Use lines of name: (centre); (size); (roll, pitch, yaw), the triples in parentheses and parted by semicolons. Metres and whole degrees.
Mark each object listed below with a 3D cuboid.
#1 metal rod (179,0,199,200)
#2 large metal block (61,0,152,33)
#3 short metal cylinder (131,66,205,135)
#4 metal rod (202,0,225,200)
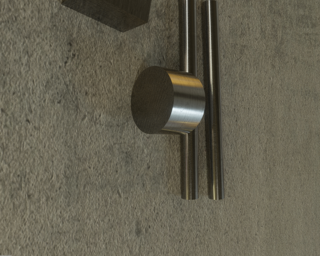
metal rod: (0.041, -0.049, 0.441); (0.025, 0.025, 0.298); (-1, 91, -40)
large metal block: (-0.054, -0.164, 0.344); (0.081, 0.050, 0.080); (14, 81, -39)
short metal cylinder: (0.008, -0.032, 0.378); (0.050, 0.080, 0.079); (2, 89, -40)
metal rod: (0.082, -0.041, 0.475); (0.025, 0.025, 0.298); (-4, 93, -40)
